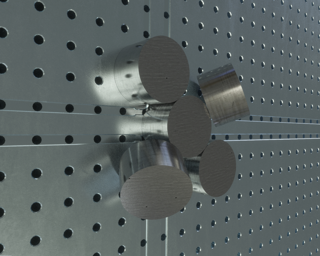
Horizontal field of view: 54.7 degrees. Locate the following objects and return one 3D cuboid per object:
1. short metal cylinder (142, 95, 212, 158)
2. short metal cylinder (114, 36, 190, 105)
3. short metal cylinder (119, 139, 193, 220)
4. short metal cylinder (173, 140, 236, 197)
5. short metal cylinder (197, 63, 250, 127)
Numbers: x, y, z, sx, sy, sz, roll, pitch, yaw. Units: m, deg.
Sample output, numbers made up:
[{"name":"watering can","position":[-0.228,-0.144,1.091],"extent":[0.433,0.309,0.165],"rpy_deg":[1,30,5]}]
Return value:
[{"name":"short metal cylinder","position":[0.023,-0.002,0.414],"extent":[0.081,0.050,0.079],"rpy_deg":[0,90,-40]},{"name":"short metal cylinder","position":[-0.009,-0.069,0.386],"extent":[0.081,0.050,0.079],"rpy_deg":[0,90,-40]},{"name":"short metal cylinder","position":[-0.007,0.060,0.362],"extent":[0.081,0.050,0.079],"rpy_deg":[-5,121,-7]},{"name":"short metal cylinder","position":[0.065,0.056,0.450],"extent":[0.081,0.050,0.079],"rpy_deg":[0,90,-40]},{"name":"short metal cylinder","position":[0.091,-0.047,0.445],"extent":[0.080,0.050,0.080],"rpy_deg":[-21,90,-78]}]
